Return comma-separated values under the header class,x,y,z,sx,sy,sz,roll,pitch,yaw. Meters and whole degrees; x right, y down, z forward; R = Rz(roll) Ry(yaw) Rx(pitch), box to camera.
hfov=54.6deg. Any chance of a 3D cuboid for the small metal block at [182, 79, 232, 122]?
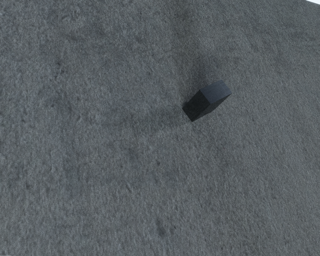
class,x,y,z,sx,sy,sz,roll,pitch,yaw
small metal block,0.068,-0.039,0.447,0.050,0.050,0.025,-27,77,-37
